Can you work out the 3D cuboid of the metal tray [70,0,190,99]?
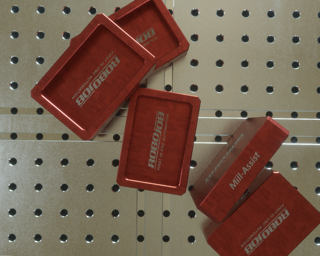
[{"bbox_3d":[-0.039,-0.107,0.410,0.130,0.030,0.090,-32,90,-1],"label":"metal tray"}]

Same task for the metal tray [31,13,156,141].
[{"bbox_3d":[-0.079,-0.060,0.379,0.090,0.030,0.130,40,90,-1],"label":"metal tray"}]

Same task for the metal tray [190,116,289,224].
[{"bbox_3d":[0.092,0.046,0.382,0.030,0.090,0.130,38,90,0],"label":"metal tray"}]

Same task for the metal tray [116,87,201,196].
[{"bbox_3d":[-0.002,0.017,0.410,0.091,0.030,0.129,9,90,-1],"label":"metal tray"}]

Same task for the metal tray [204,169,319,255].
[{"bbox_3d":[0.136,0.131,0.413,0.130,0.030,0.090,-45,91,0],"label":"metal tray"}]
